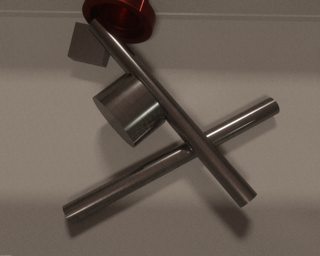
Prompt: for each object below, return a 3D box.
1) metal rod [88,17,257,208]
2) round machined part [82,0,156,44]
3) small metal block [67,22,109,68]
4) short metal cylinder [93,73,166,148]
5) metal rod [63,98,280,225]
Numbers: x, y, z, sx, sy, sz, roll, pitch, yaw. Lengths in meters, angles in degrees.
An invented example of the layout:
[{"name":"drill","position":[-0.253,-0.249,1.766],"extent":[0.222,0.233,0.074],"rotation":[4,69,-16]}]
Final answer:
[{"name":"metal rod","position":[0.008,-0.028,0.388],"extent":[0.025,0.025,0.300],"rotation":[-37,78,-13]},{"name":"round machined part","position":[-0.053,-0.163,0.429],"extent":[0.099,0.098,0.042],"rotation":[13,73,4]},{"name":"small metal block","position":[-0.099,-0.119,0.444],"extent":[0.050,0.025,0.050],"rotation":[13,90,4]},{"name":"short metal cylinder","position":[-0.039,-0.022,0.388],"extent":[0.050,0.080,0.080],"rotation":[-40,75,-13]},{"name":"metal rod","position":[0.022,0.037,0.396],"extent":[0.302,0.025,0.025],"rotation":[-27,73,-10]}]
